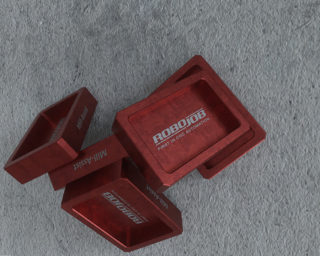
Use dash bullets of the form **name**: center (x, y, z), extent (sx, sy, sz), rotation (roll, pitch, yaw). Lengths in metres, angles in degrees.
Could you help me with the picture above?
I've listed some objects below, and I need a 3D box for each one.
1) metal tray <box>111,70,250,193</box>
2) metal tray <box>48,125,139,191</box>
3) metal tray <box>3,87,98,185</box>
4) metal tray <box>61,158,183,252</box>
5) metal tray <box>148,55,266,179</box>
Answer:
- **metal tray**: center (0.025, -0.001, 0.341), extent (0.131, 0.030, 0.090), rotation (-30, 77, -28)
- **metal tray**: center (-0.065, 0.037, 0.397), extent (0.130, 0.090, 0.030), rotation (-26, 82, 18)
- **metal tray**: center (-0.137, 0.005, 0.407), extent (0.090, 0.130, 0.030), rotation (-25, 120, 18)
- **metal tray**: center (-0.041, 0.100, 0.377), extent (0.090, 0.130, 0.030), rotation (-26, 37, 18)
- **metal tray**: center (0.056, -0.014, 0.387), extent (0.090, 0.030, 0.130), rotation (-40, 78, 15)
